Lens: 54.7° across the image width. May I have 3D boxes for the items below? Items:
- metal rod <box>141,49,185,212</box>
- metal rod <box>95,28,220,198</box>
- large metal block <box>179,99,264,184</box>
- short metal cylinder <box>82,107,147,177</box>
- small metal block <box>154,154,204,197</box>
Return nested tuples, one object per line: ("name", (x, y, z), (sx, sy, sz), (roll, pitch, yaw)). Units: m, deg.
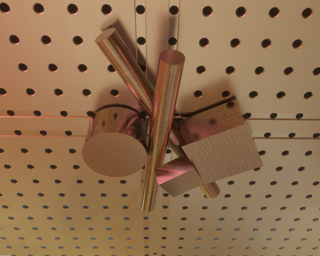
("metal rod", (-0.004, 0.030, 0.407), (0.025, 0.025, 0.298), (5, 138, -4))
("metal rod", (0.013, 0.003, 0.409), (0.025, 0.025, 0.300), (-22, 127, 18))
("large metal block", (0.080, 0.020, 0.407), (0.080, 0.050, 0.080), (-21, 127, 17))
("short metal cylinder", (-0.057, 0.019, 0.406), (0.081, 0.050, 0.079), (-1, 130, -1))
("small metal block", (0.028, 0.065, 0.421), (0.050, 0.025, 0.050), (-27, 141, 11))
